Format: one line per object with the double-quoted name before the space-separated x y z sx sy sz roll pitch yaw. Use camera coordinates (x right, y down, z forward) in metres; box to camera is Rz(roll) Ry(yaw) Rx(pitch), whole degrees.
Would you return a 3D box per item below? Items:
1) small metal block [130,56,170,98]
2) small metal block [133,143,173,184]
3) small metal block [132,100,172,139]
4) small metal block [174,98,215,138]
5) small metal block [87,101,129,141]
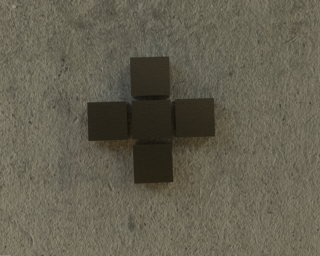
"small metal block" -0.013 -0.067 0.411 0.050 0.025 0.050 -2 90 -1
"small metal block" -0.009 0.046 0.411 0.050 0.025 0.050 -2 90 -1
"small metal block" -0.011 -0.011 0.411 0.050 0.025 0.050 -2 90 -1
"small metal block" 0.045 -0.013 0.412 0.050 0.025 0.050 -2 90 -1
"small metal block" -0.068 -0.009 0.410 0.050 0.025 0.050 -2 90 -1
